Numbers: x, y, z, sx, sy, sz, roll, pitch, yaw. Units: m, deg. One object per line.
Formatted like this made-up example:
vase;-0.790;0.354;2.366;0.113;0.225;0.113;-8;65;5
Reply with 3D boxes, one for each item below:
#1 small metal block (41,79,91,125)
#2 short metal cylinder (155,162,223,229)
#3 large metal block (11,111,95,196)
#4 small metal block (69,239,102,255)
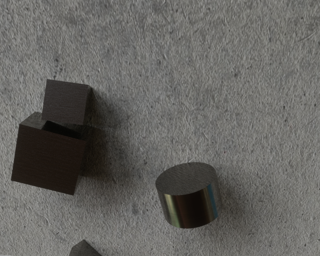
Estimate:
small metal block;-0.116;-0.031;0.389;0.050;0.025;0.050;8;89;-3
short metal cylinder;0.039;0.087;0.413;0.080;0.080;0.050;-13;110;4
large metal block;-0.139;0.033;0.407;0.080;0.050;0.079;15;109;-6
small metal block;-0.114;0.209;0.472;0.025;0.050;0.050;-37;106;13
